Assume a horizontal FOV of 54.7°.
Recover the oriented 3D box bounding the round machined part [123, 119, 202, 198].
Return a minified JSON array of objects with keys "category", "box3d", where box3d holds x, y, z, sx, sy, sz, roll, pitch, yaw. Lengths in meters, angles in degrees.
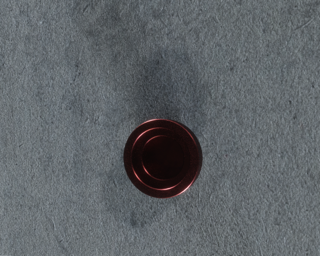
[{"category":"round machined part","box3d":[0.006,0.037,0.398,0.098,0.042,0.097,0,90,19]}]
